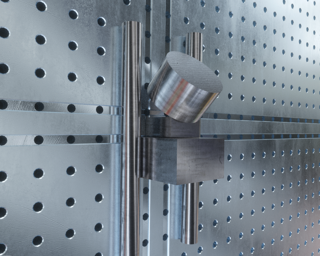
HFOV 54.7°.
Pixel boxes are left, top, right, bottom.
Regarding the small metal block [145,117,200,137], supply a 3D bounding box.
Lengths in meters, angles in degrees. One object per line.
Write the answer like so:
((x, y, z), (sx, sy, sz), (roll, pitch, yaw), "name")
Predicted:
((0.016, -0.001, 0.406), (0.050, 0.050, 0.025), (2, 89, -41), "small metal block")

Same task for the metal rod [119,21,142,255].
((-0.036, 0.022, 0.379), (0.025, 0.025, 0.298), (1, 90, -40), "metal rod")

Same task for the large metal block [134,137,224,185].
((0.023, 0.037, 0.390), (0.081, 0.080, 0.050), (1, 90, -40), "large metal block")

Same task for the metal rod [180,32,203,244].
((0.046, 0.014, 0.447), (0.025, 0.025, 0.298), (3, 89, -40), "metal rod")

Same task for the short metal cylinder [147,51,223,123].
((0.031, -0.052, 0.391), (0.080, 0.050, 0.080), (23, 35, -17), "short metal cylinder")
